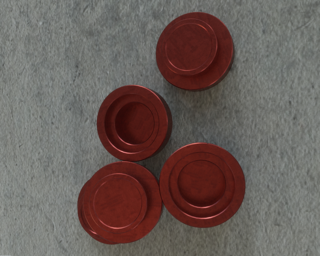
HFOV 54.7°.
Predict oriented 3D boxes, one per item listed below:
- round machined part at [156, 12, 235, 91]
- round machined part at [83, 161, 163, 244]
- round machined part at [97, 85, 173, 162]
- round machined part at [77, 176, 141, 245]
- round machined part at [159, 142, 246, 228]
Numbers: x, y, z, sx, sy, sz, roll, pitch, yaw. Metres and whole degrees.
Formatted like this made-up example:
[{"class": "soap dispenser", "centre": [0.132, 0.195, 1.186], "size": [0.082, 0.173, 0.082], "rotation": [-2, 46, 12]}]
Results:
[{"class": "round machined part", "centre": [0.041, -0.096, 0.385], "size": [0.098, 0.042, 0.097], "rotation": [0, 90, 19]}, {"class": "round machined part", "centre": [-0.046, 0.089, 0.374], "size": [0.099, 0.042, 0.097], "rotation": [-1, 81, 7]}, {"class": "round machined part", "centre": [-0.030, -0.006, 0.410], "size": [0.098, 0.042, 0.097], "rotation": [0, 90, 19]}, {"class": "round machined part", "centre": [-0.072, 0.111, 0.424], "size": [0.098, 0.042, 0.097], "rotation": [0, 90, 19]}, {"class": "round machined part", "centre": [0.050, 0.066, 0.375], "size": [0.099, 0.042, 0.097], "rotation": [0, 88, 6]}]
